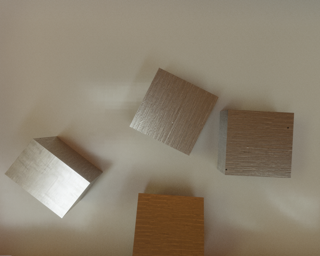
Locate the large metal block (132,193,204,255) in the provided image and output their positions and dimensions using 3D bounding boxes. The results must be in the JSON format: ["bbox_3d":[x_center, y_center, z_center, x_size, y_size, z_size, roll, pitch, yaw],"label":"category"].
[{"bbox_3d":[0.010,0.129,0.383,0.081,0.050,0.080,4,61,-1],"label":"large metal block"}]

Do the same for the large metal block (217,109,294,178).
[{"bbox_3d":[0.121,0.019,0.401,0.081,0.050,0.079,3,90,-1],"label":"large metal block"}]

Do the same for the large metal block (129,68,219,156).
[{"bbox_3d":[0.017,-0.020,0.399,0.080,0.050,0.080,26,90,-1],"label":"large metal block"}]

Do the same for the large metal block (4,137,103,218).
[{"bbox_3d":[-0.125,0.056,0.382,0.080,0.080,0.050,38,90,-1],"label":"large metal block"}]
